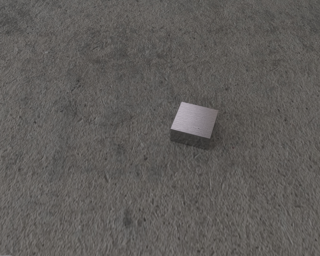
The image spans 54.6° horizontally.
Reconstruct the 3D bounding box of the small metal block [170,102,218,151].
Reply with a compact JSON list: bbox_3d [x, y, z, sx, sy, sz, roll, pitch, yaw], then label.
[{"bbox_3d":[0.045,-0.003,0.406,0.050,0.025,0.050,14,51,12],"label":"small metal block"}]
